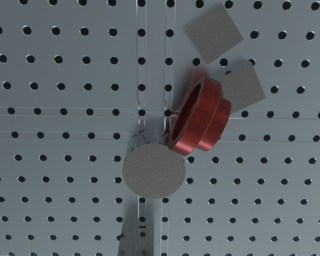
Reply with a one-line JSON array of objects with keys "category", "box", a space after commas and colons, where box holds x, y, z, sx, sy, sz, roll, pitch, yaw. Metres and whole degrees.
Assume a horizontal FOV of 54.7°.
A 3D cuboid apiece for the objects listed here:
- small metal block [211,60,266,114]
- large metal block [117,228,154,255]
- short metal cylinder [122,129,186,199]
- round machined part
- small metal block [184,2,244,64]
[{"category": "small metal block", "box": [0.099, -0.052, 0.396, 0.050, 0.025, 0.050, -25, 109, 8]}, {"category": "large metal block", "box": [-0.034, 0.208, 0.460, 0.050, 0.080, 0.079, -1, 110, 0]}, {"category": "short metal cylinder", "box": [-0.008, 0.048, 0.417, 0.081, 0.050, 0.079, 0, 110, 0]}, {"category": "round machined part", "box": [0.050, -0.011, 0.371, 0.042, 0.098, 0.097, 25, 108, -6]}, {"category": "small metal block", "box": [0.064, -0.113, 0.373, 0.050, 0.025, 0.050, -34, 107, 11]}]
